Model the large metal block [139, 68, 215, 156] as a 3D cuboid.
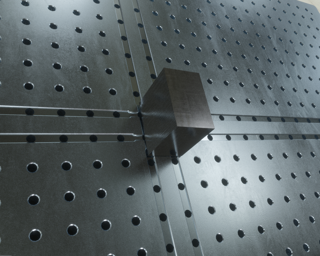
[{"bbox_3d":[0.017,-0.017,0.393,0.050,0.080,0.080,3,60,-27],"label":"large metal block"}]
